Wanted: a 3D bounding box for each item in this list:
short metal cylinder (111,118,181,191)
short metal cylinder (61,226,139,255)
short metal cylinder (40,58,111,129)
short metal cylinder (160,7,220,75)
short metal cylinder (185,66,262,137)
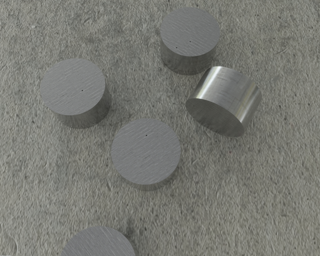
[{"bbox_3d":[-0.016,0.034,0.382,0.081,0.050,0.080,0,70,0],"label":"short metal cylinder"},{"bbox_3d":[-0.064,0.150,0.339,0.081,0.050,0.080,0,70,0],"label":"short metal cylinder"},{"bbox_3d":[-0.109,-0.044,0.410,0.081,0.050,0.080,0,70,0],"label":"short metal cylinder"},{"bbox_3d":[0.041,-0.122,0.440,0.081,0.050,0.080,0,70,0],"label":"short metal cylinder"},{"bbox_3d":[0.080,-0.032,0.391,0.080,0.080,0.050,29,73,10],"label":"short metal cylinder"}]
